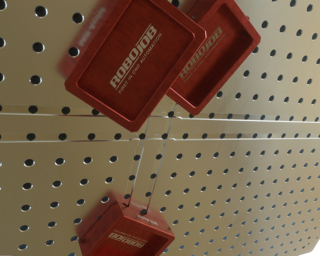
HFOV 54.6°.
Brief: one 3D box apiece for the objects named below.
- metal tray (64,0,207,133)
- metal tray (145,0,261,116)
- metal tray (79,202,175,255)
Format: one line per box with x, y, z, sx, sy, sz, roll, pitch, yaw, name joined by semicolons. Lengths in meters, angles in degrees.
-0.026;-0.072;0.325;0.090;0.030;0.130;34;100;-13;metal tray
0.053;-0.089;0.380;0.090;0.030;0.130;34;99;-39;metal tray
-0.048;0.178;0.490;0.090;0.030;0.130;-49;129;6;metal tray
